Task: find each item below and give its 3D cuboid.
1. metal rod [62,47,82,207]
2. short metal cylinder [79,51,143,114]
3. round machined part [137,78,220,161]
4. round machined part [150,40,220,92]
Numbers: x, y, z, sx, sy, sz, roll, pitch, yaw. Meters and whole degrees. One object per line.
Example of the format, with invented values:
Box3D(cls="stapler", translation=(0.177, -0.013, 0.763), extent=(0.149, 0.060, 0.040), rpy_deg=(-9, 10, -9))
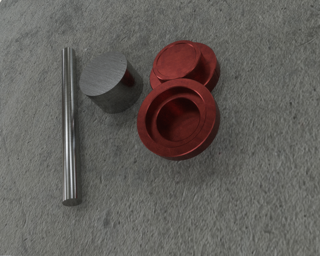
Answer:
Box3D(cls="metal rod", translation=(-0.142, -0.022, 0.489), extent=(0.025, 0.025, 0.299), rpy_deg=(-23, 53, 14))
Box3D(cls="short metal cylinder", translation=(-0.072, -0.068, 0.466), extent=(0.080, 0.050, 0.080), rpy_deg=(-13, 56, 20))
Box3D(cls="round machined part", translation=(0.025, -0.008, 0.377), extent=(0.098, 0.042, 0.098), rpy_deg=(-9, 68, 22))
Box3D(cls="round machined part", translation=(0.030, -0.082, 0.426), extent=(0.098, 0.042, 0.098), rpy_deg=(-13, 56, 20))
